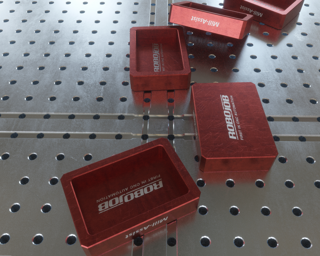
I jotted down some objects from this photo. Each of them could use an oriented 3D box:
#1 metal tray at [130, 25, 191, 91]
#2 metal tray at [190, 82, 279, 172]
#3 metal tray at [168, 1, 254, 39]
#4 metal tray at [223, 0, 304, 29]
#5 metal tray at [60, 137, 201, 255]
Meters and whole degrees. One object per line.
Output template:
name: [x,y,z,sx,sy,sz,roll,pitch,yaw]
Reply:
metal tray: [-0.003,-0.116,0.502,0.091,0.030,0.130,-3,50,-2]
metal tray: [0.092,-0.006,0.410,0.090,0.030,0.130,-1,50,-1]
metal tray: [0.091,-0.193,0.545,0.130,0.030,0.090,19,30,15]
metal tray: [0.204,-0.250,0.615,0.130,0.030,0.090,33,57,25]
metal tray: [-0.033,0.071,0.344,0.131,0.030,0.090,-20,53,-16]
